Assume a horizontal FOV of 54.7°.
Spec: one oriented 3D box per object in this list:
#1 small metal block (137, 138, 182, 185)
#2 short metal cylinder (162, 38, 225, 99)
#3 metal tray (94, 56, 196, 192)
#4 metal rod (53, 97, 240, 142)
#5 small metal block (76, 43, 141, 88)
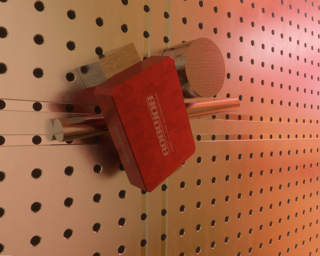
[{"bbox_3d":[-0.003,0.040,0.407,0.050,0.025,0.050,-30,109,-36],"label":"small metal block"},{"bbox_3d":[0.046,-0.081,0.433,0.081,0.050,0.079,0,90,-40],"label":"short metal cylinder"},{"bbox_3d":[-0.010,-0.005,0.349,0.091,0.030,0.129,-37,124,-33],"label":"metal tray"},{"bbox_3d":[0.009,-0.018,0.419,0.302,0.025,0.025,-10,97,-40],"label":"metal rod"},{"bbox_3d":[-0.057,-0.069,0.346,0.050,0.050,0.025,-39,114,-33],"label":"small metal block"}]
